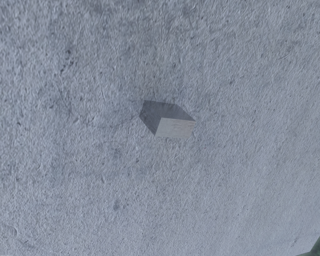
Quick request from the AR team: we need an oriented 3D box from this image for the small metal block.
[{"bbox_3d":[0.009,-0.011,0.391,0.050,0.050,0.025,5,116,-31],"label":"small metal block"}]
